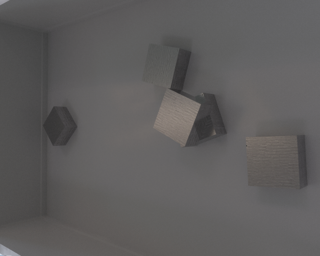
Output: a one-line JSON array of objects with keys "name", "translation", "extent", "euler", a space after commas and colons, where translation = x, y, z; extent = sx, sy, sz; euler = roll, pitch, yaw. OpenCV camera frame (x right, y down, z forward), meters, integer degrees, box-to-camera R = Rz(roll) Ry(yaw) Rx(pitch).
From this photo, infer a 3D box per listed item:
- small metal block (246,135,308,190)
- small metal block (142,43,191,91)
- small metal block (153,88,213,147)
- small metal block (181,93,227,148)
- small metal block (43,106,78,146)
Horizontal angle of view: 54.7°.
[{"name": "small metal block", "translation": [0.116, 0.033, 0.311], "extent": [0.050, 0.025, 0.050], "euler": [-4, 88, 40]}, {"name": "small metal block", "translation": [0.008, -0.079, 0.401], "extent": [0.050, 0.025, 0.050], "euler": [21, 103, 38]}, {"name": "small metal block", "translation": [0.025, -0.013, 0.353], "extent": [0.050, 0.025, 0.050], "euler": [31, 109, 36]}, {"name": "small metal block", "translation": [0.045, -0.008, 0.370], "extent": [0.050, 0.025, 0.050], "euler": [-25, 75, 37]}, {"name": "small metal block", "translation": [-0.180, -0.003, 0.556], "extent": [0.050, 0.025, 0.050], "euler": [-50, 61, 28]}]
